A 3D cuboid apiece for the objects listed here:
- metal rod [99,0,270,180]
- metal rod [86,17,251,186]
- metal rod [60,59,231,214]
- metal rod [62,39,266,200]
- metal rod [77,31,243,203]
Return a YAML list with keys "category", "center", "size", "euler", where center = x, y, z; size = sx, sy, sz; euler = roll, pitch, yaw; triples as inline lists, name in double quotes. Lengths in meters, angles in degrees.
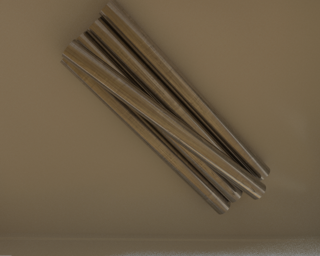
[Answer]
- category: "metal rod"
  center: [0.041, -0.038, 0.396]
  size: [0.025, 0.025, 0.300]
  euler: [-41, 105, 14]
- category: "metal rod"
  center: [0.025, -0.020, 0.403]
  size: [0.025, 0.025, 0.300]
  euler: [-41, 105, 14]
- category: "metal rod"
  center: [-0.009, 0.014, 0.415]
  size: [0.025, 0.025, 0.300]
  euler: [-41, 105, 14]
- category: "metal rod"
  center: [0.015, -0.002, 0.382]
  size: [0.301, 0.025, 0.025]
  euler: [37, 106, -13]
- category: "metal rod"
  center: [0.006, -0.005, 0.408]
  size: [0.025, 0.025, 0.300]
  euler: [-41, 105, 14]
